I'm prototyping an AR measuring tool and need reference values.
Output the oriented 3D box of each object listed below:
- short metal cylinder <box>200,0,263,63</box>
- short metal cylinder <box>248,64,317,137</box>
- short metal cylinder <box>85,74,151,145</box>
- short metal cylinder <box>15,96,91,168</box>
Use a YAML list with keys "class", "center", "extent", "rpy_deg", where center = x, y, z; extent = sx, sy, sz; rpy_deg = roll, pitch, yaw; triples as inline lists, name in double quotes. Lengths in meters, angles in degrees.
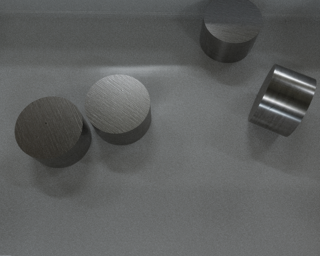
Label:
- class: "short metal cylinder"
  center: [0.101, -0.142, 0.449]
  extent: [0.081, 0.050, 0.080]
  rpy_deg: [0, 70, 0]
- class: "short metal cylinder"
  center: [0.153, -0.035, 0.394]
  extent: [0.050, 0.080, 0.080]
  rpy_deg: [24, 72, 8]
- class: "short metal cylinder"
  center: [-0.052, -0.022, 0.404]
  extent: [0.081, 0.050, 0.080]
  rpy_deg: [0, 70, 0]
- class: "short metal cylinder"
  center: [-0.133, 0.007, 0.393]
  extent: [0.081, 0.050, 0.080]
  rpy_deg: [0, 70, 0]
